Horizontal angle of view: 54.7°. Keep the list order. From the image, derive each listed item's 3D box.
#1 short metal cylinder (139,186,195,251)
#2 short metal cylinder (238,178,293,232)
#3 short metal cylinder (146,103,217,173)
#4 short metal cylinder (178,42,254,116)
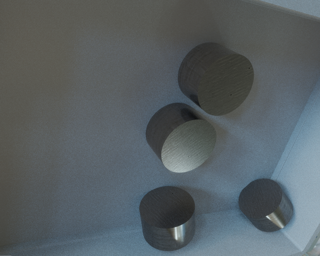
[{"bbox_3d":[0.012,0.133,0.462,0.081,0.080,0.050,-17,125,-19],"label":"short metal cylinder"},{"bbox_3d":[0.190,0.139,0.559,0.080,0.080,0.050,-41,120,0],"label":"short metal cylinder"},{"bbox_3d":[0.028,0.013,0.415,0.081,0.050,0.079,-14,124,-21],"label":"short metal cylinder"},{"bbox_3d":[0.070,-0.062,0.392,0.081,0.050,0.079,-14,124,-21],"label":"short metal cylinder"}]
